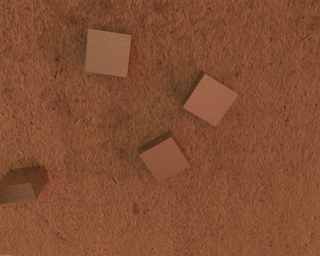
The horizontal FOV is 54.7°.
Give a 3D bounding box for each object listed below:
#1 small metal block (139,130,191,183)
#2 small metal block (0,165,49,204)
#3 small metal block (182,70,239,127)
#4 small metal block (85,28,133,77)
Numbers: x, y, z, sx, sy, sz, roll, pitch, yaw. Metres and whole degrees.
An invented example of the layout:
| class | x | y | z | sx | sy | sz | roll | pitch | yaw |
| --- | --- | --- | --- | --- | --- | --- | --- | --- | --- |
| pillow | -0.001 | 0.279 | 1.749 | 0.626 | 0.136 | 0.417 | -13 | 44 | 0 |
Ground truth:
| class | x | y | z | sx | sy | sz | roll | pitch | yaw |
| --- | --- | --- | --- | --- | --- | --- | --- | --- | --- |
| small metal block | 0.006 | 0.039 | 0.424 | 0.050 | 0.025 | 0.050 | -30 | 108 | 10 |
| small metal block | -0.188 | 0.076 | 0.423 | 0.050 | 0.050 | 0.025 | -9 | 110 | 3 |
| small metal block | 0.063 | -0.038 | 0.396 | 0.050 | 0.025 | 0.050 | 29 | 107 | -11 |
| small metal block | -0.061 | -0.092 | 0.375 | 0.050 | 0.025 | 0.050 | 8 | 110 | -3 |
